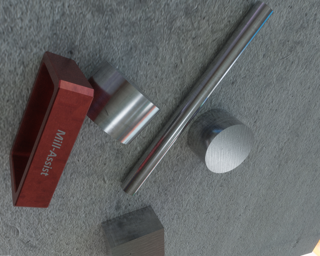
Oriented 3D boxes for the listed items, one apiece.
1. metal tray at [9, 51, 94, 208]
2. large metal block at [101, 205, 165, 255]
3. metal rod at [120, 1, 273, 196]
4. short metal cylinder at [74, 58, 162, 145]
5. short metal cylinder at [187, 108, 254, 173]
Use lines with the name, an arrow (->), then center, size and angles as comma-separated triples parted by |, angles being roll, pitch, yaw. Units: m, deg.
metal tray -> -0.112, 0.001, 0.304 | 0.030, 0.090, 0.129 | 14, 111, -34
large metal block -> -0.040, 0.177, 0.479 | 0.081, 0.050, 0.079 | -15, 125, -20
metal rod -> 0.043, -0.032, 0.410 | 0.025, 0.025, 0.299 | 29, 102, -38
short metal cylinder -> -0.045, -0.028, 0.330 | 0.050, 0.080, 0.080 | -47, 129, 5
short metal cylinder -> 0.087, 0.018, 0.450 | 0.081, 0.050, 0.079 | -14, 124, -21
